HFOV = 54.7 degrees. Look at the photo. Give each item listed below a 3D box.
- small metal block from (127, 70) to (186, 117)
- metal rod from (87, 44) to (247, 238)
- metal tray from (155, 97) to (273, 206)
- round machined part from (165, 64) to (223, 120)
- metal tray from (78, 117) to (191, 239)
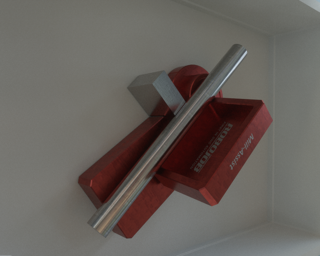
[{"bbox_3d":[-0.005,-0.041,0.386,0.025,0.050,0.050,-52,121,-27],"label":"small metal block"},{"bbox_3d":[0.023,-0.002,0.375,0.301,0.025,0.025,-50,120,-24],"label":"metal rod"},{"bbox_3d":[0.060,0.020,0.366,0.130,0.090,0.030,-50,123,-21],"label":"metal tray"},{"bbox_3d":[0.052,-0.041,0.439,0.099,0.042,0.097,0,90,-40],"label":"round machined part"},{"bbox_3d":[-0.024,0.057,0.384,0.131,0.030,0.090,-42,116,-32],"label":"metal tray"}]
